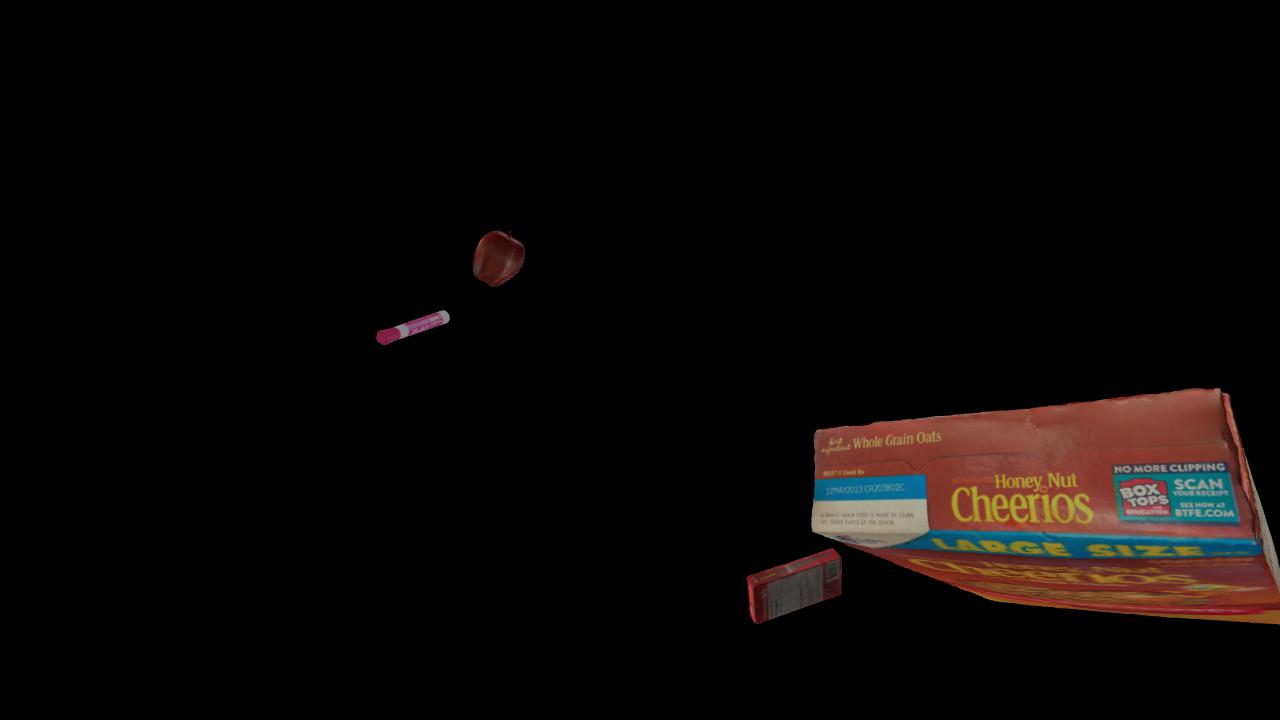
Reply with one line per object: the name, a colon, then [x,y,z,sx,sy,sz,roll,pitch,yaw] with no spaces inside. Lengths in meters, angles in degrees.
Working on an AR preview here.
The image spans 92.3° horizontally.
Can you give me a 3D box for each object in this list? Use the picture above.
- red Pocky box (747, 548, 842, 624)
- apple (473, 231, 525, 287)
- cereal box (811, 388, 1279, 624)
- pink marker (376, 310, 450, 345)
red Pocky box: [0.245,0.357,0.975,0.155,0.083,0.028,-14,26,-12]
apple: [-0.230,-0.166,0.999,0.079,0.093,0.079,29,2,-1]
cereal box: [0.282,0.114,0.414,0.203,0.081,0.306,-14,-31,43]
pink marker: [-0.293,-0.042,0.797,0.020,0.020,0.121,0,17,23]
